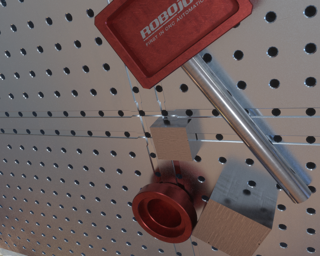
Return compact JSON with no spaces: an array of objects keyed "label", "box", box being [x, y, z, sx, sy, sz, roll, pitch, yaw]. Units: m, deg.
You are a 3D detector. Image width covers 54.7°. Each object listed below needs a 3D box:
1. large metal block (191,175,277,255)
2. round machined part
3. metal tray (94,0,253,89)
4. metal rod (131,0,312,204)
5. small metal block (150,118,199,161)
[{"label":"large metal block","box":[0.098,0.123,0.418,0.080,0.050,0.079,25,127,12]},{"label":"round machined part","box":[0.010,0.122,0.467,0.098,0.042,0.097,14,124,22]},{"label":"metal tray","box":[0.012,-0.111,0.306,0.130,0.030,0.090,-34,99,20]},{"label":"metal rod","box":[0.072,-0.031,0.353,0.300,0.025,0.025,49,128,-7]},{"label":"small metal block","box":[0.020,0.015,0.409,0.050,0.025,0.050,0,119,28]}]
